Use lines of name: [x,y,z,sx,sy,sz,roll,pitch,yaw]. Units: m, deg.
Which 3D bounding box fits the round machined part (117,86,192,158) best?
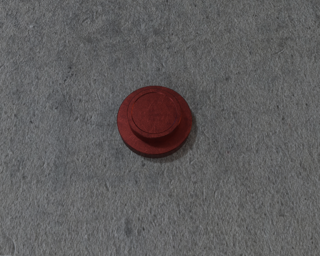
round machined part: [-0.007,-0.012,0.404,0.099,0.042,0.098,0,70,-1]
